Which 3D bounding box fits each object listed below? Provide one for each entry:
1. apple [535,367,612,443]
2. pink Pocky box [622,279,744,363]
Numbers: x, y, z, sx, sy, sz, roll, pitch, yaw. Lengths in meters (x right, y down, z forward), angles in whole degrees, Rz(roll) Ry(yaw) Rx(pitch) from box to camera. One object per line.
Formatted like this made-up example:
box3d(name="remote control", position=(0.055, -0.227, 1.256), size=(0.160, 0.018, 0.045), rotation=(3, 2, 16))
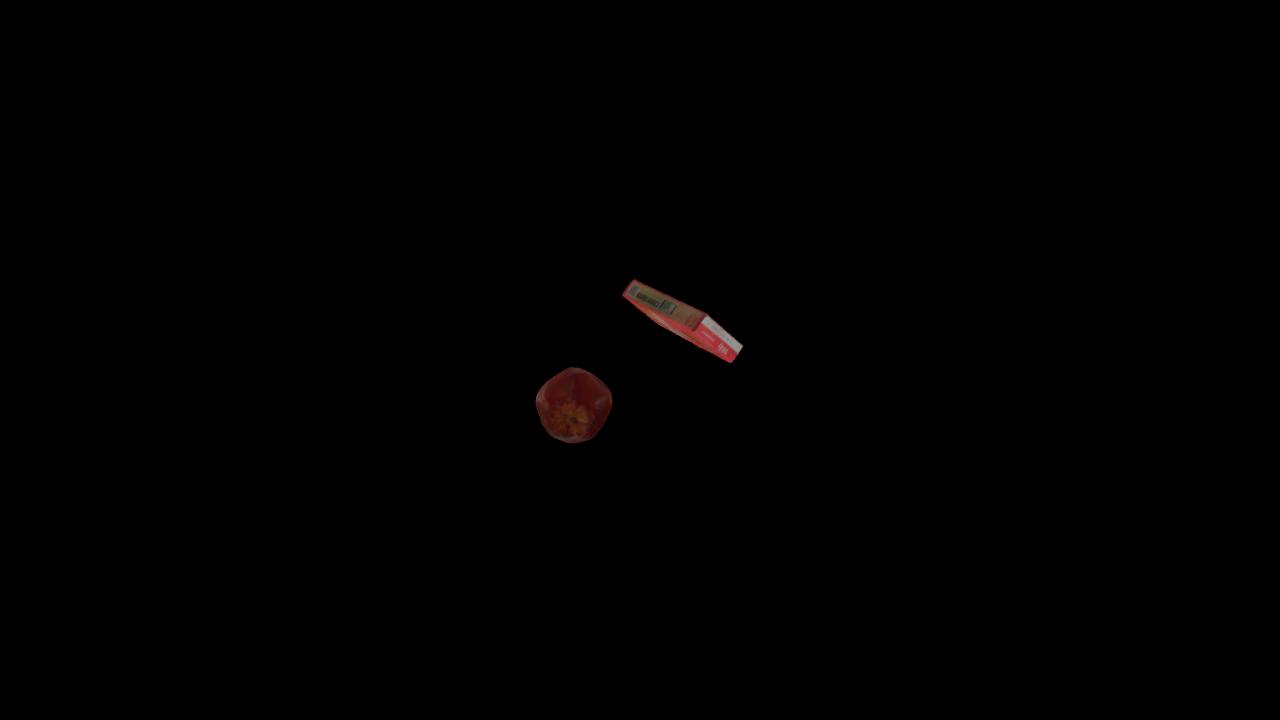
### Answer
box3d(name="apple", position=(-0.067, 0.048, 0.633), size=(0.079, 0.079, 0.093), rotation=(0, 9, -4))
box3d(name="pink Pocky box", position=(0.050, -0.050, 0.765), size=(0.084, 0.029, 0.155), rotation=(36, -2, -41))
